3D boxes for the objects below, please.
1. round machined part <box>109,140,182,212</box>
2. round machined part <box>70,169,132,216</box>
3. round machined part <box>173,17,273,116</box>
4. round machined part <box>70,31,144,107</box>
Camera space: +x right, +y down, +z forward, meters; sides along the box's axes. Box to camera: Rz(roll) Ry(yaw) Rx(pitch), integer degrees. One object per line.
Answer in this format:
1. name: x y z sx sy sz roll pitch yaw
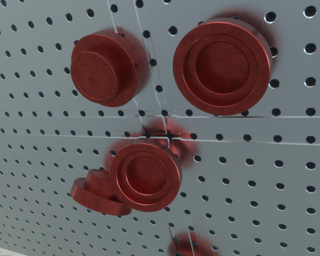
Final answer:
1. round machined part: -0.017 0.063 0.433 0.098 0.042 0.097 3 102 13
2. round machined part: -0.083 0.094 0.477 0.098 0.098 0.042 20 91 16
3. round machined part: 0.067 -0.065 0.324 0.098 0.042 0.097 13 124 20
4. round machined part: -0.073 -0.070 0.394 0.098 0.042 0.097 13 124 20
